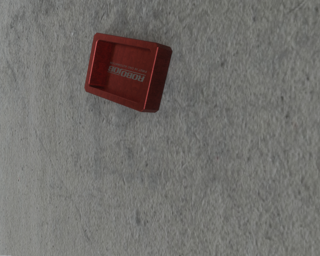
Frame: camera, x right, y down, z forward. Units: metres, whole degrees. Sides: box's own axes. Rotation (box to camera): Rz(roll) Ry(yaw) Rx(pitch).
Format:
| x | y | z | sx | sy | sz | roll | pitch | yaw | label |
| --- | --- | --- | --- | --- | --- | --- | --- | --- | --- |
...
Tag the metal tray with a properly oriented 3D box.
| x | y | z | sx | sy | sz | roll | pitch | yaw | label |
| --- | --- | --- | --- | --- | --- | --- | --- | --- | --- |
| -0.050 | -0.081 | 0.440 | 0.130 | 0.030 | 0.089 | 21 | 103 | 37 | metal tray |
